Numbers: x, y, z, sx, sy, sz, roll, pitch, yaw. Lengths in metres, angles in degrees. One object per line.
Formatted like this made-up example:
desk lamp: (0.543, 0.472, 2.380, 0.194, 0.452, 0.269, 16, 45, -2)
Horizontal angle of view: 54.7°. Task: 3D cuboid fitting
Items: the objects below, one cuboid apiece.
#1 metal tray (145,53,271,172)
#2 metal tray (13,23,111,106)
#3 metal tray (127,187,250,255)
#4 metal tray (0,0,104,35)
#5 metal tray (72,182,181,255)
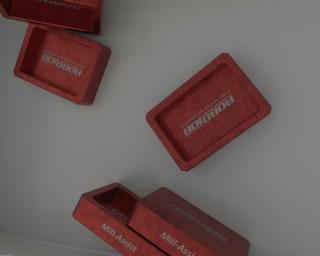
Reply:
metal tray: (0.058, -0.018, 0.386, 0.130, 0.030, 0.090, -38, 78, 15)
metal tray: (-0.146, -0.097, 0.457, 0.130, 0.030, 0.089, 24, 98, 18)
metal tray: (0.037, 0.123, 0.362, 0.130, 0.090, 0.030, 30, 100, 17)
metal tray: (-0.139, -0.159, 0.393, 0.131, 0.090, 0.030, 7, 84, -12)
metal tray: (-0.030, 0.121, 0.385, 0.130, 0.090, 0.030, 30, 100, 17)
